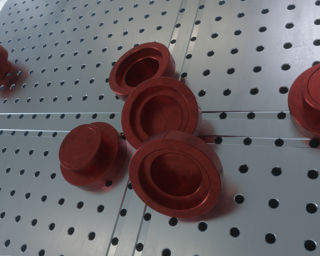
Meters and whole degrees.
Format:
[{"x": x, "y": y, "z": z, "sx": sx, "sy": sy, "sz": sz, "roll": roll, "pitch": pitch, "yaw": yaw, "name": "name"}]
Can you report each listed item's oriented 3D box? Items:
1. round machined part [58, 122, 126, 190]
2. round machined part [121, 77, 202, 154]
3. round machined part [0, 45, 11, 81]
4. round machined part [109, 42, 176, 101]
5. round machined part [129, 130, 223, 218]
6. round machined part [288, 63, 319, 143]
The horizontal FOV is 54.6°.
[{"x": -0.100, "y": 0.033, "z": 0.431, "sx": 0.098, "sy": 0.042, "sz": 0.098, "roll": -13, "pitch": 56, "yaw": 21, "name": "round machined part"}, {"x": 0.005, "y": -0.011, "z": 0.390, "sx": 0.098, "sy": 0.042, "sz": 0.098, "roll": -4, "pitch": 78, "yaw": 19, "name": "round machined part"}, {"x": -0.368, "y": -0.135, "z": 0.676, "sx": 0.098, "sy": 0.042, "sz": 0.098, "roll": -13, "pitch": 56, "yaw": 21, "name": "round machined part"}, {"x": -0.022, "y": -0.075, "z": 0.453, "sx": 0.098, "sy": 0.042, "sz": 0.098, "roll": -15, "pitch": 51, "yaw": 20, "name": "round machined part"}, {"x": 0.019, "y": 0.046, "z": 0.336, "sx": 0.098, "sy": 0.098, "sz": 0.042, "roll": -10, "pitch": 22, "yaw": 23, "name": "round machined part"}, {"x": 0.185, "y": -0.034, "z": 0.321, "sx": 0.098, "sy": 0.042, "sz": 0.098, "roll": -13, "pitch": 56, "yaw": 21, "name": "round machined part"}]
